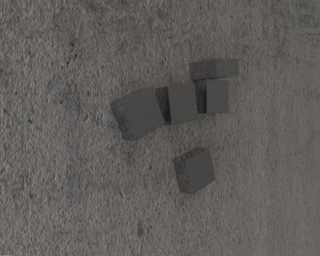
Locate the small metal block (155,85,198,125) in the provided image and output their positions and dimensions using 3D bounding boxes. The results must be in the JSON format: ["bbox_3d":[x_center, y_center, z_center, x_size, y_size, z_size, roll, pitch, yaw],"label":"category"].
[{"bbox_3d":[0.024,-0.032,0.424,0.050,0.025,0.050,-10,97,-39],"label":"small metal block"}]

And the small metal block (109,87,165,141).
[{"bbox_3d":[-0.027,-0.018,0.382,0.050,0.025,0.050,-31,110,-36],"label":"small metal block"}]

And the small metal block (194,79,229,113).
[{"bbox_3d":[0.078,-0.047,0.470,0.050,0.025,0.050,-2,92,-40],"label":"small metal block"}]

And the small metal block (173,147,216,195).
[{"bbox_3d":[0.050,0.061,0.446,0.050,0.025,0.050,-22,104,-38],"label":"small metal block"}]

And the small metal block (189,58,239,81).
[{"bbox_3d":[0.079,-0.086,0.454,0.050,0.050,0.025,-9,96,-40],"label":"small metal block"}]
